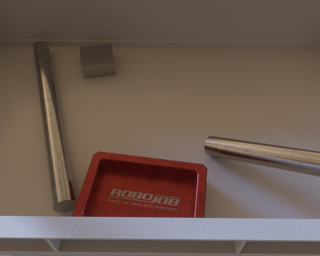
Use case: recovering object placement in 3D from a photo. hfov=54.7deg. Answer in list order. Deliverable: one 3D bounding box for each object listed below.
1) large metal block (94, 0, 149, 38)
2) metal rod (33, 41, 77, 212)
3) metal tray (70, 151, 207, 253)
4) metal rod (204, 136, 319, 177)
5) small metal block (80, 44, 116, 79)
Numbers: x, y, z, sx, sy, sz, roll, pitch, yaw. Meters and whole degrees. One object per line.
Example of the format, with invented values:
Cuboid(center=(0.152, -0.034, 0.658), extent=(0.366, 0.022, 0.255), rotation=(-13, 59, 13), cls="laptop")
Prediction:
Cuboid(center=(-0.069, -0.220, 0.556), extent=(0.080, 0.080, 0.050), rotation=(22, 54, 17), cls="large metal block")
Cuboid(center=(-0.150, -0.025, 0.423), extent=(0.025, 0.025, 0.299), rotation=(-14, 52, -12), cls="metal rod")
Cuboid(center=(-0.018, 0.077, 0.336), extent=(0.131, 0.030, 0.090), rotation=(7, 50, 5), cls="metal tray")
Cuboid(center=(0.176, 0.038, 0.293), extent=(0.300, 0.025, 0.025), rotation=(8, 45, 40), cls="metal rod")
Cuboid(center=(-0.099, -0.107, 0.494), extent=(0.050, 0.025, 0.050), rotation=(-8, 51, -8), cls="small metal block")
